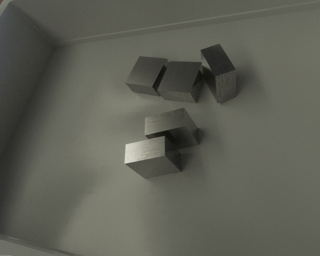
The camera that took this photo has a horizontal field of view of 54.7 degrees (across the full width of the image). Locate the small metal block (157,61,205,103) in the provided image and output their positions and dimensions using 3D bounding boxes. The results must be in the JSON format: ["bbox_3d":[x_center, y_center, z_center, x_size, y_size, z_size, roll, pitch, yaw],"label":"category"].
[{"bbox_3d":[0.032,-0.064,0.427,0.050,0.025,0.050,9,66,32],"label":"small metal block"}]

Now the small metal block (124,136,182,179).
[{"bbox_3d":[-0.007,0.036,0.370,0.050,0.050,0.025,-13,57,20],"label":"small metal block"}]

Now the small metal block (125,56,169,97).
[{"bbox_3d":[-0.016,-0.078,0.460,0.050,0.025,0.050,14,68,33],"label":"small metal block"}]

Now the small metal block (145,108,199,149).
[{"bbox_3d":[0.015,0.004,0.378,0.050,0.050,0.025,-14,56,20],"label":"small metal block"}]

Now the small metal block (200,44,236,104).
[{"bbox_3d":[0.073,-0.068,0.389,0.025,0.050,0.050,-19,54,0],"label":"small metal block"}]
